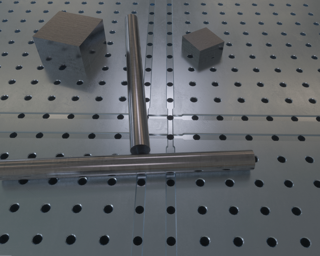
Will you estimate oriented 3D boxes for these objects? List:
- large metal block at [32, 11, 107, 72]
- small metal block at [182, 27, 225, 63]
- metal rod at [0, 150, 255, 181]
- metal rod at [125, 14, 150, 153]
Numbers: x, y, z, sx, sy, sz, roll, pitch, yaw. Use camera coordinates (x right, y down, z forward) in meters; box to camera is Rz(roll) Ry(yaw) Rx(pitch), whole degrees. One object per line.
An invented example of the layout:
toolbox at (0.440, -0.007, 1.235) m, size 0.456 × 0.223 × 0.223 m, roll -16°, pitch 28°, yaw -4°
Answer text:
large metal block at (-0.145, -0.144, 0.511) m, size 0.080 × 0.050 × 0.080 m, roll 14°, pitch 52°, yaw 12°
small metal block at (0.072, -0.141, 0.527) m, size 0.050 × 0.025 × 0.050 m, roll -25°, pitch 55°, yaw -20°
metal rod at (-0.039, 0.044, 0.369) m, size 0.302 × 0.025 × 0.025 m, roll -2°, pitch 50°, yaw -2°
metal rod at (-0.039, -0.086, 0.479) m, size 0.025 × 0.025 × 0.300 m, roll -4°, pitch 50°, yaw -4°
